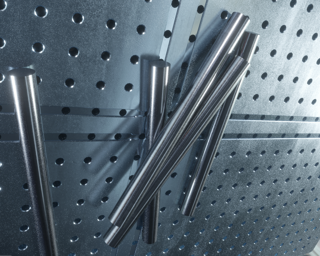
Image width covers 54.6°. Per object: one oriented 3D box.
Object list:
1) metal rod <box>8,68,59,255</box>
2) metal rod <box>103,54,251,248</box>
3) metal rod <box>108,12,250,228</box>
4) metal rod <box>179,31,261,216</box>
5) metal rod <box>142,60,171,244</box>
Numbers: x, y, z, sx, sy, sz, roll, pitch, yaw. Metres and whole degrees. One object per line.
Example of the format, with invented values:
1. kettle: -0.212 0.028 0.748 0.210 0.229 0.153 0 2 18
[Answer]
1. metal rod: -0.146 0.074 0.376 0.025 0.025 0.298 -9 123 -23
2. metal rod: 0.018 0.036 0.409 0.025 0.025 0.299 29 100 -38
3. metal rod: 0.023 -0.008 0.389 0.025 0.025 0.299 29 93 -38
4. metal rod: 0.081 0.008 0.459 0.025 0.025 0.298 1 118 -29
5. metal rod: -0.009 0.053 0.438 0.025 0.025 0.298 -10 123 -23
